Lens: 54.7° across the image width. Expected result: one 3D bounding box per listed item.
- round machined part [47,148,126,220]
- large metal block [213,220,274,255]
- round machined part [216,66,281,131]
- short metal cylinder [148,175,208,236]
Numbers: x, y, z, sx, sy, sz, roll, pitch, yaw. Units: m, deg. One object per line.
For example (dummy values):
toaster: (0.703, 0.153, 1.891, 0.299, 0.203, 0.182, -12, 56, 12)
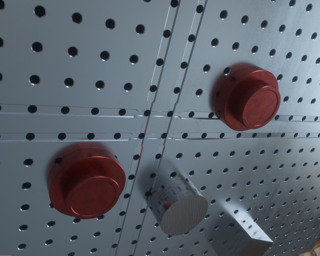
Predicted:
round machined part: (-0.091, 0.078, 0.399, 0.099, 0.042, 0.097, -14, 124, -21)
large metal block: (0.172, 0.243, 0.639, 0.080, 0.050, 0.080, 24, 105, -37)
round machined part: (0.135, -0.037, 0.451, 0.099, 0.042, 0.097, -14, 124, -21)
short metal cylinder: (0.027, 0.120, 0.484, 0.081, 0.050, 0.079, -14, 124, -21)
